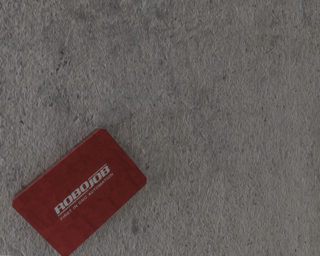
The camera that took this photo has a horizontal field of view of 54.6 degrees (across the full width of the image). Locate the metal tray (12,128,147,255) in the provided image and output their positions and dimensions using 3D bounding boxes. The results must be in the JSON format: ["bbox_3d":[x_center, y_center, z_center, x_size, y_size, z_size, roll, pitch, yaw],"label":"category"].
[{"bbox_3d":[-0.092,0.073,0.372,0.130,0.030,0.090,-41,103,-15],"label":"metal tray"}]
